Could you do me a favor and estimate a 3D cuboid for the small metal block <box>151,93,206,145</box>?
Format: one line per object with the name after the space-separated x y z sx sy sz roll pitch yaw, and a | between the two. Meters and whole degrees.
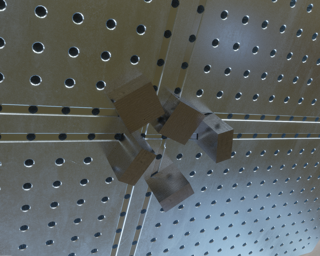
0.025 -0.011 0.417 0.050 0.025 0.050 26 104 -37 | small metal block

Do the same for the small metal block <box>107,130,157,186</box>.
-0.037 0.037 0.397 0.025 0.050 0.050 28 103 -38 | small metal block

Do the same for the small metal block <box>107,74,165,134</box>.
-0.028 -0.029 0.377 0.050 0.025 0.050 -31 129 -8 | small metal block

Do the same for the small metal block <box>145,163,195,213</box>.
0.014 0.087 0.455 0.050 0.050 0.025 -32 129 -8 | small metal block

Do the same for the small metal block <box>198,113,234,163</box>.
0.079 0.014 0.446 0.025 0.050 0.050 -16 125 -19 | small metal block
